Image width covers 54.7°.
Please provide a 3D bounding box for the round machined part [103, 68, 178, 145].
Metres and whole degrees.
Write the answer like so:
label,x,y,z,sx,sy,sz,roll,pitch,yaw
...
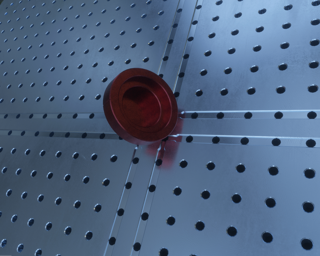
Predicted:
label,x,y,z,sx,sy,sz,roll,pitch,yaw
round machined part,-0.028,-0.025,0.401,0.042,0.099,0.098,-27,44,52
